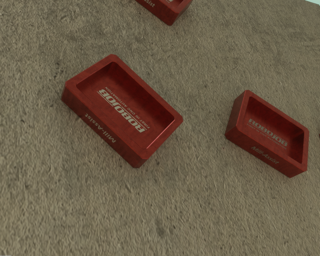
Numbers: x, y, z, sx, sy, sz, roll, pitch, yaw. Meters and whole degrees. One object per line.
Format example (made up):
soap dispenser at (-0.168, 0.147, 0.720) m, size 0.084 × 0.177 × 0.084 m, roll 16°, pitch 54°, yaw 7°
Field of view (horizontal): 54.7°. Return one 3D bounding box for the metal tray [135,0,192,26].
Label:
metal tray at (-0.009, -0.248, 0.546) m, size 0.130 × 0.030 × 0.090 m, roll 36°, pitch 51°, yaw -4°

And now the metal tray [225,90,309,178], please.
metal tray at (0.171, 0.008, 0.487) m, size 0.130 × 0.030 × 0.090 m, roll 31°, pitch 52°, yaw -8°

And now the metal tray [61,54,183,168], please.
metal tray at (-0.045, -0.024, 0.390) m, size 0.130 × 0.030 × 0.090 m, roll 43°, pitch 51°, yaw 1°
